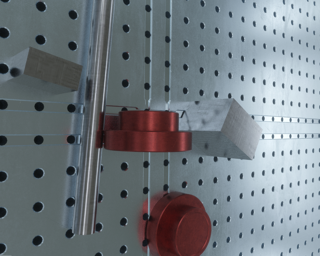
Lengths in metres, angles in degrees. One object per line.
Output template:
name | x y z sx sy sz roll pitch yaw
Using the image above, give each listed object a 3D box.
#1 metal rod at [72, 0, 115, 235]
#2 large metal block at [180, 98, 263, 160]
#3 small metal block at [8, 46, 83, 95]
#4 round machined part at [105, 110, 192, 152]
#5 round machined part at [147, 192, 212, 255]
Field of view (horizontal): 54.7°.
metal rod | -0.072 -0.035 0.348 0.025 0.025 0.298 7 85 -40
large metal block | 0.086 0.003 0.445 0.080 0.080 0.050 38 67 -34
small metal block | -0.111 -0.053 0.299 0.050 0.050 0.025 16 80 -39
round machined part | -0.013 0.003 0.351 0.099 0.098 0.042 2 89 -40
round machined part | 0.033 0.140 0.426 0.099 0.042 0.097 0 90 -40
